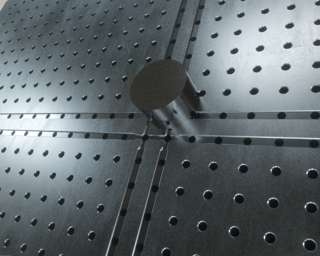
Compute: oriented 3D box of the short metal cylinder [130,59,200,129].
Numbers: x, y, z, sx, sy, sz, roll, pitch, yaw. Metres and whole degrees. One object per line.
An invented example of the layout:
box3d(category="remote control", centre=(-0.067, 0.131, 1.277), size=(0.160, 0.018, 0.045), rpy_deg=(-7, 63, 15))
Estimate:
box3d(category="short metal cylinder", centre=(0.007, -0.045, 0.417), size=(0.080, 0.050, 0.080), rpy_deg=(-13, 56, 21))
